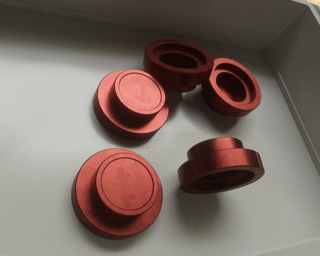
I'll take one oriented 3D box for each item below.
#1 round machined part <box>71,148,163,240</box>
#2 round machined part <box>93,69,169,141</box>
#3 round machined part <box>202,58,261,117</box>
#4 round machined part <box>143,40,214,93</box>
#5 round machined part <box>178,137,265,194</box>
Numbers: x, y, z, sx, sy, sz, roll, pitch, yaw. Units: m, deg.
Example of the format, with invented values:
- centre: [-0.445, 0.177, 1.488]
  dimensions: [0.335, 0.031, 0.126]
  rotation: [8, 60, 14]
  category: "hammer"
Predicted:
- centre: [-0.041, 0.066, 0.332]
  dimensions: [0.099, 0.042, 0.098]
  rotation: [14, 56, -21]
  category: "round machined part"
- centre: [-0.032, -0.036, 0.399]
  dimensions: [0.099, 0.042, 0.098]
  rotation: [14, 56, -21]
  category: "round machined part"
- centre: [0.106, -0.059, 0.487]
  dimensions: [0.099, 0.042, 0.098]
  rotation: [14, 56, -21]
  category: "round machined part"
- centre: [0.024, -0.086, 0.446]
  dimensions: [0.099, 0.042, 0.098]
  rotation: [7, 39, -6]
  category: "round machined part"
- centre: [0.069, 0.044, 0.369]
  dimensions: [0.099, 0.097, 0.042]
  rotation: [5, 59, -26]
  category: "round machined part"
